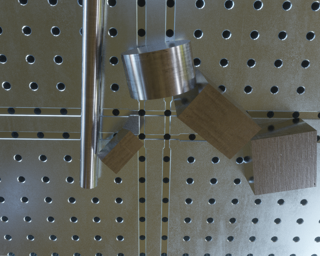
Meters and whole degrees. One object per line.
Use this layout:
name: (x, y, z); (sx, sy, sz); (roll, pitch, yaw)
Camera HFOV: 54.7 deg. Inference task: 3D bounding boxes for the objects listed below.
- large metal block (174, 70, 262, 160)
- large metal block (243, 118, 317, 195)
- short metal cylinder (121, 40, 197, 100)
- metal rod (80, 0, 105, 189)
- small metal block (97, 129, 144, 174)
large metal block: (0.066, -0.019, 0.378); (0.080, 0.080, 0.050); (38, 106, -13)
large metal block: (0.158, 0.037, 0.416); (0.080, 0.050, 0.079); (-9, 110, 3)
short metal cylinder: (-0.001, -0.069, 0.359); (0.080, 0.080, 0.050); (-10, 110, 3)
metal rod: (-0.086, -0.059, 0.390); (0.025, 0.025, 0.298); (5, 110, -3)
small metal block: (-0.053, 0.028, 0.401); (0.025, 0.050, 0.050); (46, 80, -15)
